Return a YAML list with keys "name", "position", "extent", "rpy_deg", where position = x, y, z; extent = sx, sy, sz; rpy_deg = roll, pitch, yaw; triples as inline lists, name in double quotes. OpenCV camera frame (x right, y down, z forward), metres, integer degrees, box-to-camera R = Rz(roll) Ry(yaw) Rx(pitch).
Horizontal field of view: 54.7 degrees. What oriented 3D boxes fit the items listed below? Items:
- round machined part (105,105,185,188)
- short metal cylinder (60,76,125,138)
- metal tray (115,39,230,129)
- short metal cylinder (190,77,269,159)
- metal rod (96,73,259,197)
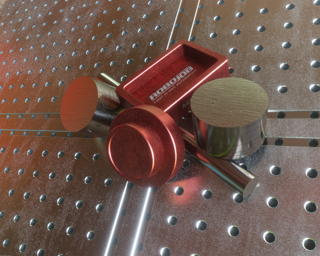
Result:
- name: "round machined part"
  position: [-0.024, 0.025, 0.360]
  extent: [0.098, 0.042, 0.097]
  rpy_deg: [11, 110, 31]
- name: "short metal cylinder"
  position: [-0.097, -0.029, 0.446]
  extent: [0.080, 0.050, 0.080]
  rpy_deg: [-11, 72, 36]
- name: "metal tray"
  position: [0.017, -0.061, 0.415]
  extent: [0.131, 0.030, 0.090]
  rpy_deg: [-40, 50, -17]
- name: "short metal cylinder"
  position: [0.077, -0.012, 0.344]
  extent: [0.080, 0.050, 0.080]
  rpy_deg: [-7, 45, 7]
- name: "metal rod"
  position: [0.000, -0.009, 0.414]
  extent: [0.025, 0.025, 0.300]
  rpy_deg: [-49, 51, -6]
